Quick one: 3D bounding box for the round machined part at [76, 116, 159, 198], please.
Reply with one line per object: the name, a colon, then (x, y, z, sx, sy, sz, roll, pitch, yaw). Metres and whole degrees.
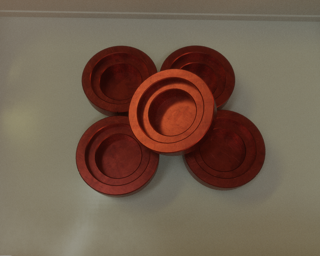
round machined part: (-0.050, 0.037, 0.385, 0.099, 0.042, 0.098, 0, 70, -1)

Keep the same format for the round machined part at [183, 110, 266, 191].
round machined part: (0.077, 0.030, 0.389, 0.099, 0.042, 0.098, 0, 70, -1)

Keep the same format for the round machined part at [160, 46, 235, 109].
round machined part: (0.048, -0.059, 0.421, 0.099, 0.042, 0.098, 0, 70, -1)

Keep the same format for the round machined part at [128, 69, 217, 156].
round machined part: (0.017, -0.015, 0.359, 0.098, 0.042, 0.098, -5, 74, 17)

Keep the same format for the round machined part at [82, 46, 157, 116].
round machined part: (-0.052, -0.058, 0.419, 0.099, 0.042, 0.098, 0, 70, -1)
